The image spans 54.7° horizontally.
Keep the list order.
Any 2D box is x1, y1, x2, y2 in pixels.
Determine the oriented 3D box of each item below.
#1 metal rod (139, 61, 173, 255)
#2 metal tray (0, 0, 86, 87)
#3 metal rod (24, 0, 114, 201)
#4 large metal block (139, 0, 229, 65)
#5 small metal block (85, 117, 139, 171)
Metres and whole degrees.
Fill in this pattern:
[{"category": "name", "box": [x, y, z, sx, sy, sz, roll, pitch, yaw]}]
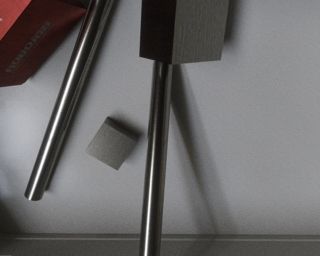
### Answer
[{"category": "metal rod", "box": [-0.007, 0.068, 0.373, 0.025, 0.025, 0.298, 4, 86, -2]}, {"category": "metal tray", "box": [-0.149, -0.096, 0.329, 0.130, 0.090, 0.030, -40, 89, 20]}, {"category": "metal rod", "box": [-0.121, -0.032, 0.397, 0.025, 0.025, 0.298, 22, 108, -9]}, {"category": "large metal block", "box": [0.027, -0.115, 0.334, 0.081, 0.050, 0.079, -15, 118, -41]}, {"category": "small metal block", "box": [-0.064, 0.021, 0.418, 0.050, 0.025, 0.050, 32, 107, -12]}]
